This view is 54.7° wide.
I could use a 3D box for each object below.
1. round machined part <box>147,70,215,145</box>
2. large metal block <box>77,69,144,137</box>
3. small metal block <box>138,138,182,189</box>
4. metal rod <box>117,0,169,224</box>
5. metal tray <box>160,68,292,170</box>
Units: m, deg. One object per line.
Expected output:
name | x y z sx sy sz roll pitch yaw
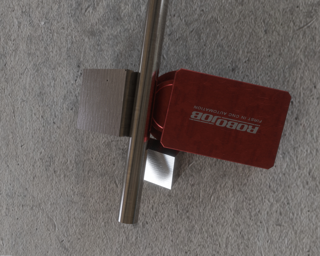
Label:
round machined part | 0.022 -0.025 0.393 0.098 0.042 0.097 0 90 20
large metal block | -0.059 -0.033 0.406 0.080 0.050 0.079 9 93 38
small metal block | -0.002 0.045 0.400 0.050 0.025 0.050 17 121 19
metal rod | -0.018 -0.036 0.372 0.025 0.025 0.298 8 91 20
metal tray | 0.073 -0.011 0.358 0.131 0.030 0.089 12 95 -1
